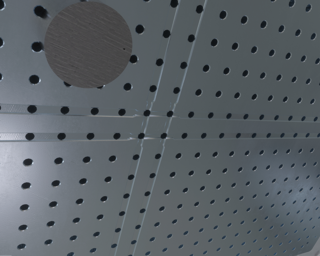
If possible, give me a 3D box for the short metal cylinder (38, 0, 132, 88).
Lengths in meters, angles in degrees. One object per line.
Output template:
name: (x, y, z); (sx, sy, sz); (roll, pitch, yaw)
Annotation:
short metal cylinder: (-0.074, -0.085, 0.302); (0.081, 0.050, 0.079); (-14, 124, -21)
